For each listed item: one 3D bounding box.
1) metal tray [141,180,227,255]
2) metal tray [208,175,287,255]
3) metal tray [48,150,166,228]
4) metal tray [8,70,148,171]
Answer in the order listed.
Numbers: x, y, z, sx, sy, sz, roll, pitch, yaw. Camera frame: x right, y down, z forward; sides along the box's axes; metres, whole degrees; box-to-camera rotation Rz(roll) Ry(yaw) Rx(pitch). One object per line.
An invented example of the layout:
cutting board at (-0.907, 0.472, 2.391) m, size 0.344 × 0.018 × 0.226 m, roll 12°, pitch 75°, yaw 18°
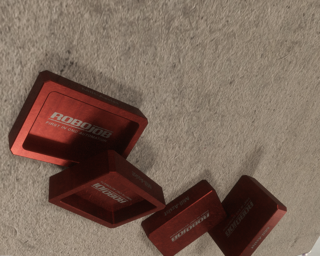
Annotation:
metal tray at (0.044, 0.156, 0.527) m, size 0.130 × 0.030 × 0.090 m, roll -33°, pitch 129°, yaw -7°
metal tray at (0.147, 0.160, 0.547) m, size 0.030 × 0.090 × 0.129 m, roll 24°, pitch 105°, yaw -37°
metal tray at (-0.061, 0.083, 0.390) m, size 0.090 × 0.030 × 0.130 m, roll -25°, pitch 141°, yaw 14°
metal tray at (-0.090, 0.001, 0.356) m, size 0.131 × 0.030 × 0.090 m, roll 22°, pitch 107°, yaw -37°
